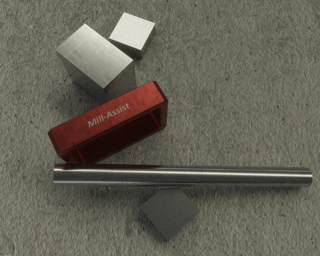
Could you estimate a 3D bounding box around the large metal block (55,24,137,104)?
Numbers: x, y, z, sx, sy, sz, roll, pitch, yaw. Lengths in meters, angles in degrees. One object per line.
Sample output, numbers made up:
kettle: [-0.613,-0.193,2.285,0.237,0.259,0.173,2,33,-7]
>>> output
large metal block: [-0.079,-0.074,0.405,0.080,0.080,0.050,39,75,12]

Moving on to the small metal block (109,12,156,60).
small metal block: [-0.040,-0.136,0.457,0.050,0.025,0.050,22,71,7]

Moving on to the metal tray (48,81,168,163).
metal tray: [-0.055,0.001,0.372,0.131,0.090,0.030,-27,73,-10]

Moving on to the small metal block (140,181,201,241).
small metal block: [0.012,0.099,0.372,0.050,0.025,0.050,-39,75,-13]

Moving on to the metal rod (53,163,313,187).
metal rod: [0.034,0.056,0.364,0.302,0.025,0.025,2,70,-9]
